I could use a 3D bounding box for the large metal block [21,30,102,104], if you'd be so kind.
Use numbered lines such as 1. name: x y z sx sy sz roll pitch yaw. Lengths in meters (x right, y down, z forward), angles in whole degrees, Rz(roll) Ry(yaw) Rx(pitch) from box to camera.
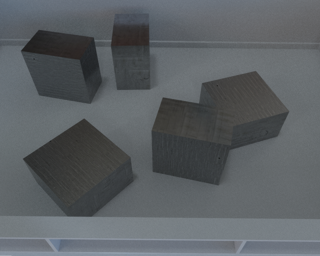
1. large metal block: -0.135 -0.086 0.440 0.080 0.080 0.050 10 51 8

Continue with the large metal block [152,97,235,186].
1. large metal block: 0.036 0.017 0.356 0.080 0.080 0.050 10 51 8

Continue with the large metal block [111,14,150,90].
1. large metal block: -0.041 -0.114 0.465 0.050 0.080 0.080 -1 50 -1

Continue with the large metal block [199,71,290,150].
1. large metal block: 0.106 -0.024 0.410 0.081 0.050 0.080 -14 52 -12

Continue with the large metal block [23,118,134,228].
1. large metal block: -0.088 0.048 0.348 0.080 0.050 0.080 37 59 26
